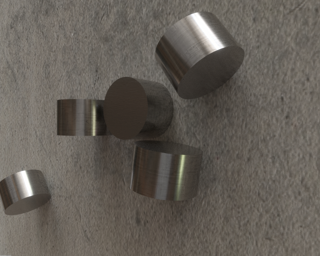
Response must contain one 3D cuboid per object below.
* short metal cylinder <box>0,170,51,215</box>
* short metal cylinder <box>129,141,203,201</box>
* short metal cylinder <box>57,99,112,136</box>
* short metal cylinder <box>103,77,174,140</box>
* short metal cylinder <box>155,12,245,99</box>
[{"bbox_3d":[-0.250,0.119,0.572,0.080,0.081,0.050,-43,64,31],"label":"short metal cylinder"},{"bbox_3d":[0.007,0.047,0.362,0.080,0.081,0.050,12,98,39],"label":"short metal cylinder"},{"bbox_3d":[-0.110,-0.015,0.458,0.080,0.081,0.050,1,91,39],"label":"short metal cylinder"},{"bbox_3d":[-0.029,-0.025,0.411,0.080,0.050,0.079,0,90,39],"label":"short metal cylinder"},{"bbox_3d":[0.042,-0.076,0.333,0.080,0.081,0.050,-44,64,31],"label":"short metal cylinder"}]
